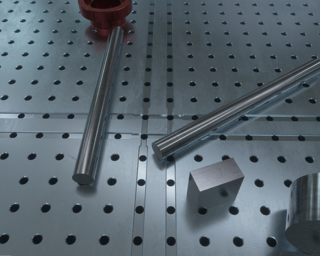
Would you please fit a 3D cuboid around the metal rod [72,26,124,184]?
[{"bbox_3d":[-0.083,-0.056,0.453,0.025,0.025,0.300,2,50,1],"label":"metal rod"}]

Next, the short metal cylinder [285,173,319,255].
[{"bbox_3d":[0.166,0.087,0.300,0.080,0.080,0.050,15,52,12],"label":"short metal cylinder"}]

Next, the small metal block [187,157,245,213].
[{"bbox_3d":[0.059,0.063,0.339,0.050,0.050,0.025,-16,52,-13],"label":"small metal block"}]

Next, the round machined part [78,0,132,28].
[{"bbox_3d":[-0.101,-0.225,0.585,0.099,0.042,0.098,0,50,0],"label":"round machined part"}]

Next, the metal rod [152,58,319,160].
[{"bbox_3d":[0.122,-0.035,0.437,0.302,0.025,0.025,-27,55,-21],"label":"metal rod"}]
